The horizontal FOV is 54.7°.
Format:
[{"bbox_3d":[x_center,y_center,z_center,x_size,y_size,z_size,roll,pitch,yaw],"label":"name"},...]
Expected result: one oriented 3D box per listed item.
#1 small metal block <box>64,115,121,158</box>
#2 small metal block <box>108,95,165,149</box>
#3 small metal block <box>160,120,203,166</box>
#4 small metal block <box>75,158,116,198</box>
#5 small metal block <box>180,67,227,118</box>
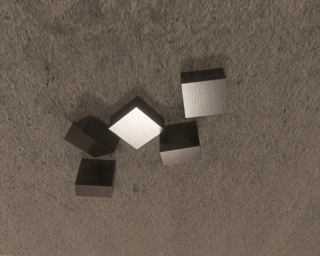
[{"bbox_3d":[-0.088,0.012,0.404,0.050,0.025,0.050,37,146,-28],"label":"small metal block"},{"bbox_3d":[-0.030,-0.006,0.402,0.050,0.025,0.050,-35,122,26],"label":"small metal block"},{"bbox_3d":[0.027,0.019,0.408,0.050,0.050,0.025,-10,130,7],"label":"small metal block"},{"bbox_3d":[-0.093,0.072,0.451,0.050,0.050,0.025,4,130,-4],"label":"small metal block"},{"bbox_3d":[0.053,-0.042,0.373,0.050,0.025,0.050,-7,130,5],"label":"small metal block"}]
